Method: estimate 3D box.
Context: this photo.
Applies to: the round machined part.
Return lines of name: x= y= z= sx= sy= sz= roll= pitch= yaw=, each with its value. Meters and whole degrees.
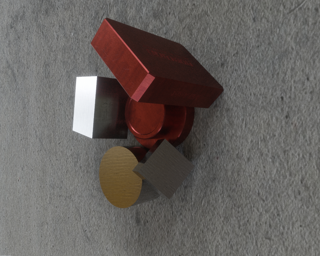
round machined part: x=-0.007 y=-0.020 z=0.400 sx=0.098 sy=0.042 sz=0.097 roll=0 pitch=90 yaw=39

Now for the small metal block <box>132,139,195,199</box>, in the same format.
small metal block: x=0.004 y=0.048 z=0.371 sx=0.050 sy=0.050 sz=0.025 roll=43 pitch=163 yaw=-11

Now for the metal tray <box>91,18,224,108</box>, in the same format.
metal tray: x=0.002 y=-0.065 z=0.333 sx=0.030 sy=0.131 sz=0.090 roll=-52 pitch=60 yaw=27

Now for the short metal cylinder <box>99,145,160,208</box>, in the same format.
short metal cylinder: x=-0.036 y=0.063 z=0.418 sx=0.080 sy=0.050 sz=0.079 roll=0 pitch=90 yaw=39

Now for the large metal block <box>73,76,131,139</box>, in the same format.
large metal block: x=-0.084 y=-0.030 z=0.441 sx=0.080 sy=0.050 sz=0.079 roll=13 pitch=99 yaw=56
